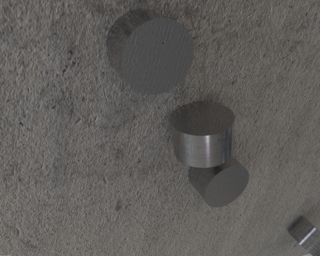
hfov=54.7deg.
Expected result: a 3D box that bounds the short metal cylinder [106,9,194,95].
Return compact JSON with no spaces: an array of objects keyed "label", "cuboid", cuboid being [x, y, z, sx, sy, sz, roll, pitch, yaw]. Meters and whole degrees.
[{"label":"short metal cylinder","cuboid":[-0.011,-0.082,0.333,0.081,0.050,0.079,-14,124,-21]}]

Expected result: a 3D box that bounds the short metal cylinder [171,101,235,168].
[{"label":"short metal cylinder","cuboid":[0.056,0.007,0.406,0.081,0.080,0.050,-19,126,-17]}]

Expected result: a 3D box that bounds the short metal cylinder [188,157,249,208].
[{"label":"short metal cylinder","cuboid":[0.092,0.078,0.489,0.081,0.050,0.079,-14,124,-21]}]

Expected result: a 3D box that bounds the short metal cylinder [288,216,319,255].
[{"label":"short metal cylinder","cuboid":[0.346,0.251,0.715,0.050,0.080,0.080,-50,129,7]}]
